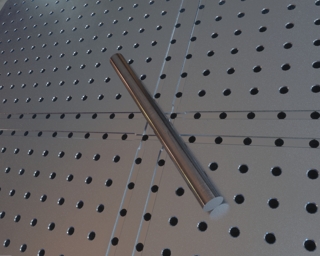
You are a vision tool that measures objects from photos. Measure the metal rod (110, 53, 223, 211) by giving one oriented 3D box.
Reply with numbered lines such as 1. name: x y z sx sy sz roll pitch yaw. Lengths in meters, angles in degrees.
1. metal rod: -0.008 -0.016 0.424 0.025 0.025 0.300 -37 51 4
